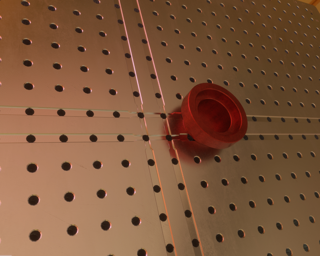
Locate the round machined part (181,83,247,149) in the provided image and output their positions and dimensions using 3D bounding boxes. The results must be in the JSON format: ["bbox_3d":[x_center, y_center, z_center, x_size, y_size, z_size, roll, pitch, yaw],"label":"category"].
[{"bbox_3d":[0.073,-0.014,0.447,0.099,0.042,0.098,14,56,-21],"label":"round machined part"}]
